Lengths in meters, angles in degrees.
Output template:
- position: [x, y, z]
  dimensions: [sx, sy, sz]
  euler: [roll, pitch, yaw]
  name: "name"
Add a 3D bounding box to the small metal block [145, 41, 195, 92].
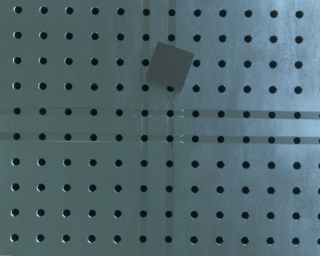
- position: [0.013, -0.081, 0.413]
  dimensions: [0.050, 0.025, 0.050]
  euler: [19, 90, 0]
  name: "small metal block"
